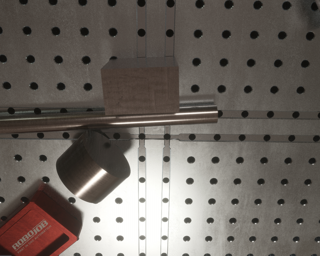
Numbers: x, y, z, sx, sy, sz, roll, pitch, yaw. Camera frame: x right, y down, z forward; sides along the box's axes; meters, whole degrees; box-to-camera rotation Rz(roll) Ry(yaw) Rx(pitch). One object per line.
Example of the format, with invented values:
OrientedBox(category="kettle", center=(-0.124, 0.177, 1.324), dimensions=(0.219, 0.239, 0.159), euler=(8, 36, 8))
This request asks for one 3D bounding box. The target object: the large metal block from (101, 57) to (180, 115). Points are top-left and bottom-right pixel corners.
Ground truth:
OrientedBox(category="large metal block", center=(-0.020, -0.053, 0.364), dimensions=(0.081, 0.080, 0.050), euler=(-2, 110, 0))

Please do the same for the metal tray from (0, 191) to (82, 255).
OrientedBox(category="metal tray", center=(-0.196, 0.166, 0.469), dimensions=(0.130, 0.030, 0.090), euler=(-40, 106, 13))

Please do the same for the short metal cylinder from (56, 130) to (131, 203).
OrientedBox(category="short metal cylinder", center=(-0.085, 0.049, 0.401), dimensions=(0.080, 0.080, 0.050), euler=(43, 104, -15))

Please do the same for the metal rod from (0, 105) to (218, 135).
OrientedBox(category="metal rod", center=(-0.077, -0.010, 0.408), dimensions=(0.302, 0.025, 0.025), euler=(-3, 110, 0))

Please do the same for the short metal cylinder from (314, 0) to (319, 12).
OrientedBox(category="short metal cylinder", center=(0.215, -0.144, 0.334), dimensions=(0.080, 0.080, 0.050), euler=(-31, 108, 10))
